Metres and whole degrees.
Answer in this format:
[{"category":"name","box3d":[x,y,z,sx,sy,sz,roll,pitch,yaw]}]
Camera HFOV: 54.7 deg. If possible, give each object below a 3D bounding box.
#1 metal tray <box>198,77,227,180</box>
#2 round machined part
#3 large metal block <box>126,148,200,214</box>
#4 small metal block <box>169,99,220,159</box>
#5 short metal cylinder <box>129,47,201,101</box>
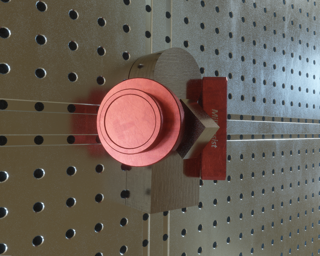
[{"category":"metal tray","box3d":[0.070,0.001,0.427,0.030,0.090,0.129,1,89,3]},{"category":"round machined part","box3d":[-0.025,-0.006,0.335,0.042,0.098,0.097,4,87,-73]},{"category":"large metal block","box3d":[0.005,0.059,0.397,0.081,0.050,0.080,3,88,-40]},{"category":"small metal block","box3d":[0.034,0.001,0.366,0.025,0.050,0.050,0,133,-43]},{"category":"short metal cylinder","box3d":[0.008,-0.059,0.398,0.081,0.050,0.080,0,90,-40]}]
